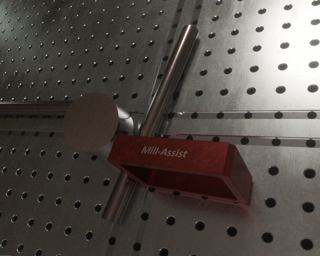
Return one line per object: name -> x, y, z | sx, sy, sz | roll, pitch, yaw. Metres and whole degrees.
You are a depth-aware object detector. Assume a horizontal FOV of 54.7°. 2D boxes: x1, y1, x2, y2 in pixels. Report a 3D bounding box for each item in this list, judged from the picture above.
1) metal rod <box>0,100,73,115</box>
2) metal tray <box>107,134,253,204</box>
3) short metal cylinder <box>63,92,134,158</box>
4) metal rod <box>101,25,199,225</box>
metal rod -> -0.218, -0.035, 0.540 | 0.300, 0.025, 0.025 | 2, 63, 28
metal tray -> 0.022, 0.043, 0.327 | 0.130, 0.090, 0.030 | 3, 64, 29
short metal cylinder -> -0.083, -0.002, 0.422 | 0.080, 0.050, 0.080 | -4, 74, 16
metal rod -> -0.006, -0.019, 0.421 | 0.025, 0.025, 0.300 | 9, 66, 32
